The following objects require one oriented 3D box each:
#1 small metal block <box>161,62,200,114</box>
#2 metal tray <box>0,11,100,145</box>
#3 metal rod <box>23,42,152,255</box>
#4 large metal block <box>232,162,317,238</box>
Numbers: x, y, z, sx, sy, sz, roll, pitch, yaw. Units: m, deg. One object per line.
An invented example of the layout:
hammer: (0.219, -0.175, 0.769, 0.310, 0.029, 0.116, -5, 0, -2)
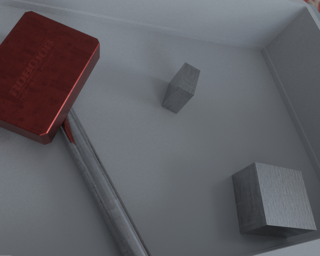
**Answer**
small metal block: (0.030, -0.056, 0.442, 0.025, 0.050, 0.050, 27, 52, -12)
metal tray: (-0.133, -0.057, 0.337, 0.090, 0.030, 0.130, 23, 66, -2)
metal rod: (-0.093, 0.014, 0.347, 0.025, 0.025, 0.299, -21, 73, -36)
large metal block: (0.149, 0.098, 0.413, 0.081, 0.050, 0.080, 13, 56, -22)
